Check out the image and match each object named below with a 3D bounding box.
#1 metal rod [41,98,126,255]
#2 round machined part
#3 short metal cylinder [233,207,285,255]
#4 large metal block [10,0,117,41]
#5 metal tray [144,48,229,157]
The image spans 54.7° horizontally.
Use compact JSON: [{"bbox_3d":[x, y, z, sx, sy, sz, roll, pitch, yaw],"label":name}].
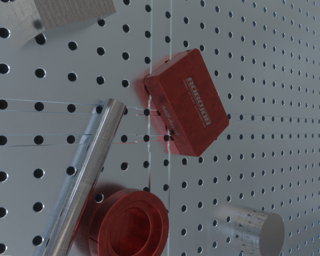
[{"bbox_3d":[-0.100,0.107,0.325,0.025,0.025,0.299,31,71,-36],"label":"metal rod"},{"bbox_3d":[-0.040,0.120,0.365,0.099,0.042,0.097,0,90,-40],"label":"round machined part"},{"bbox_3d":[0.173,0.183,0.538,0.081,0.050,0.079,0,90,-40],"label":"short metal cylinder"},{"bbox_3d":[-0.102,-0.140,0.307,0.081,0.050,0.080,-31,109,-36],"label":"large metal block"},{"bbox_3d":[0.043,-0.035,0.442,0.090,0.030,0.130,-42,115,-32],"label":"metal tray"}]
